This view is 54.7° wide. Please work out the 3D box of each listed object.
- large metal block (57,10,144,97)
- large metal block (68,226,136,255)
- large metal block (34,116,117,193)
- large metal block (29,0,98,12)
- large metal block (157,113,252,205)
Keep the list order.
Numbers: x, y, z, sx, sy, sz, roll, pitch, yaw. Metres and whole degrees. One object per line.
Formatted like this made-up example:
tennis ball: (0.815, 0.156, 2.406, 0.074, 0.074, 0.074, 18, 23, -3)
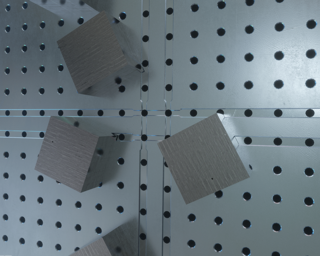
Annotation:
large metal block: (-0.082, -0.099, 0.427, 0.080, 0.050, 0.080, -27, 82, 17)
large metal block: (-0.078, 0.195, 0.426, 0.080, 0.050, 0.080, -33, 80, 16)
large metal block: (-0.119, 0.034, 0.440, 0.080, 0.050, 0.080, 21, 97, 18)
large metal block: (-0.136, -0.217, 0.446, 0.080, 0.050, 0.079, 6, 92, 19)
large metal block: (0.056, 0.036, 0.379, 0.080, 0.050, 0.080, -28, 81, 17)
